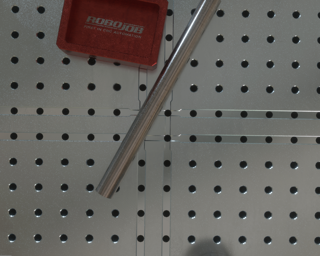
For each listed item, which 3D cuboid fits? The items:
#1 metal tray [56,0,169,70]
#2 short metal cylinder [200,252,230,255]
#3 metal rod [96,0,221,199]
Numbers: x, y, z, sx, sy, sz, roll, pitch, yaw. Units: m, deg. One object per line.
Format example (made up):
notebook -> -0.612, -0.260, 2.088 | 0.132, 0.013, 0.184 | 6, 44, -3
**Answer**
metal tray -> -0.061, -0.134, 0.409 | 0.131, 0.030, 0.089 | 11, 90, -1
short metal cylinder -> 0.076, 0.211, 0.402 | 0.081, 0.050, 0.079 | 0, 90, -1
metal rod -> -0.002, -0.043, 0.413 | 0.025, 0.025, 0.299 | 29, 90, -1
